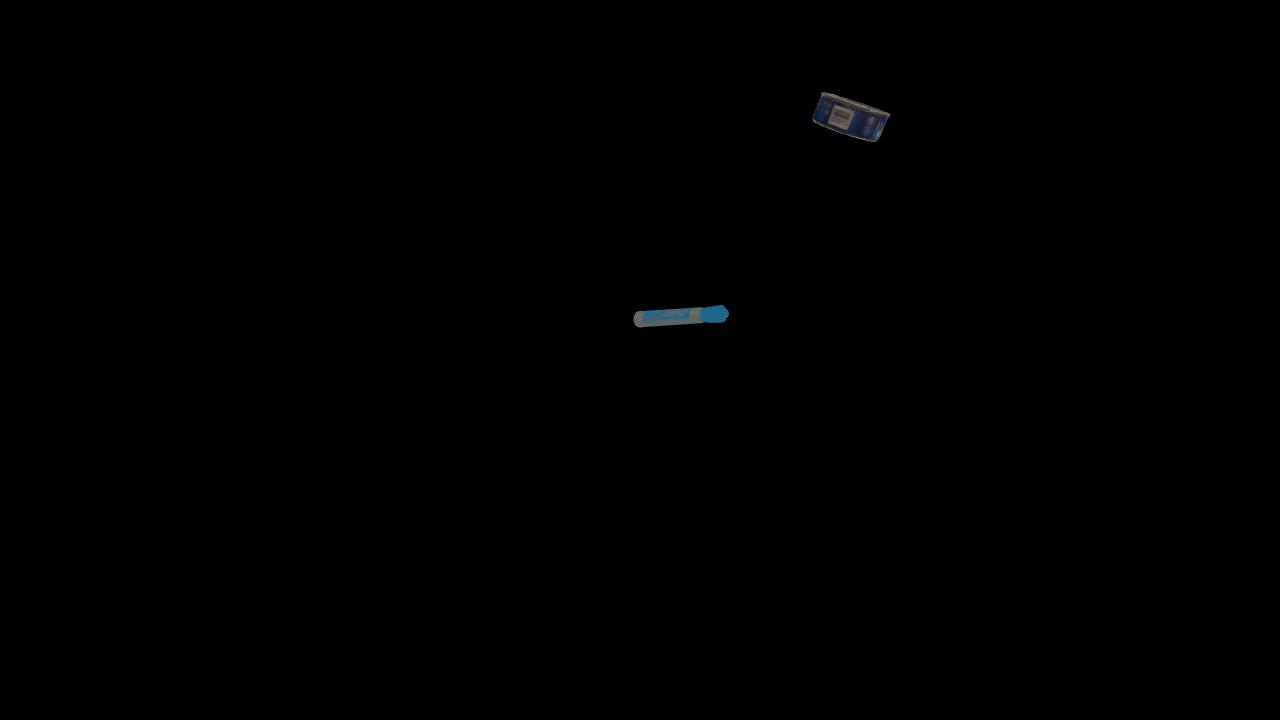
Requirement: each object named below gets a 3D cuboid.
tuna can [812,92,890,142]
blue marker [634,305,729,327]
[{"bbox_3d":[0.248,-0.287,0.727,0.084,0.034,0.084,13,29,-8],"label":"tuna can"},{"bbox_3d":[0.044,-0.047,0.674,0.121,0.020,0.020,0,0,41],"label":"blue marker"}]
